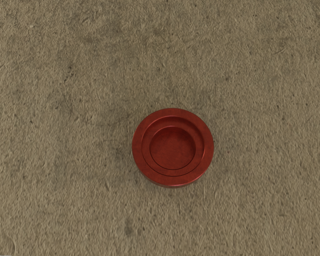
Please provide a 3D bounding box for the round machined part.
[{"bbox_3d":[0.015,0.027,0.390,0.099,0.042,0.098,0,70,-1],"label":"round machined part"}]
